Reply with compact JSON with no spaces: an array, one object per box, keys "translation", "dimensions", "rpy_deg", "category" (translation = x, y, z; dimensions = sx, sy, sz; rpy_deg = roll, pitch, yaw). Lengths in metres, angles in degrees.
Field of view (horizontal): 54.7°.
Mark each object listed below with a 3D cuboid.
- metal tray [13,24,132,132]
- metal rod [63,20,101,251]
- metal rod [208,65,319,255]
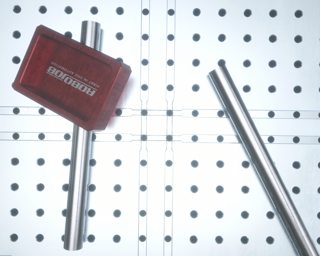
[{"translation":[-0.111,-0.062,0.386],"dimensions":[0.130,0.030,0.090],"rpy_deg":[27,97,16],"category":"metal tray"},{"translation":[-0.103,0.010,0.412],"dimensions":[0.025,0.025,0.298],"rpy_deg":[5,90,0],"category":"metal rod"},{"translation":[0.143,0.055,0.414],"dimensions":[0.025,0.025,0.299],"rpy_deg":[-27,90,0],"category":"metal rod"}]
